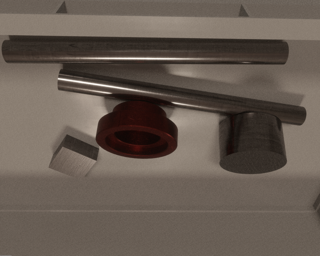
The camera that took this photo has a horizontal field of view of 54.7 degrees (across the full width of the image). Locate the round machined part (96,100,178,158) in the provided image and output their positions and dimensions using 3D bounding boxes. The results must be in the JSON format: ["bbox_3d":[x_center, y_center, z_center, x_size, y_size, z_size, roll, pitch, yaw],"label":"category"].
[{"bbox_3d":[-0.027,0.001,0.384,0.099,0.042,0.098,3,153,2],"label":"round machined part"}]

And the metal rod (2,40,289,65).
[{"bbox_3d":[-0.014,-0.082,0.338,0.302,0.025,0.025,0,130,-1],"label":"metal rod"}]

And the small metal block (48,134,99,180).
[{"bbox_3d":[-0.123,0.043,0.444,0.050,0.025,0.050,27,125,-22],"label":"small metal block"}]

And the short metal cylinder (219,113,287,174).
[{"bbox_3d":[0.116,0.022,0.396,0.080,0.050,0.080,3,152,2],"label":"short metal cylinder"}]

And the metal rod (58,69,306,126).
[{"bbox_3d":[0.033,-0.036,0.379,0.302,0.025,0.025,8,130,-7],"label":"metal rod"}]
